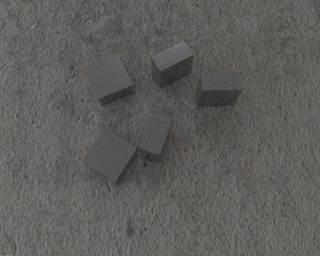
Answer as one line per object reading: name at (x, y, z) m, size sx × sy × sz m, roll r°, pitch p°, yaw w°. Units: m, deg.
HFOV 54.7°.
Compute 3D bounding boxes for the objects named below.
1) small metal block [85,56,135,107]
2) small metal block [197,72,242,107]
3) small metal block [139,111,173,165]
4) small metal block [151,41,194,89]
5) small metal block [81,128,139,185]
small metal block at (-0.069, -0.065, 0.431) m, size 0.050 × 0.025 × 0.050 m, roll -24°, pitch 72°, yaw -9°
small metal block at (0.077, -0.051, 0.414) m, size 0.050 × 0.050 × 0.025 m, roll -1°, pitch 70°, yaw -1°
small metal block at (-0.004, 0.014, 0.390) m, size 0.025 × 0.050 × 0.050 m, roll 18°, pitch 71°, yaw 6°
small metal block at (0.016, -0.086, 0.426) m, size 0.050 × 0.050 × 0.025 m, roll -28°, pitch 73°, yaw -10°
small metal block at (-0.062, 0.037, 0.394) m, size 0.050 × 0.025 × 0.050 m, roll 30°, pitch 73°, yaw 10°
